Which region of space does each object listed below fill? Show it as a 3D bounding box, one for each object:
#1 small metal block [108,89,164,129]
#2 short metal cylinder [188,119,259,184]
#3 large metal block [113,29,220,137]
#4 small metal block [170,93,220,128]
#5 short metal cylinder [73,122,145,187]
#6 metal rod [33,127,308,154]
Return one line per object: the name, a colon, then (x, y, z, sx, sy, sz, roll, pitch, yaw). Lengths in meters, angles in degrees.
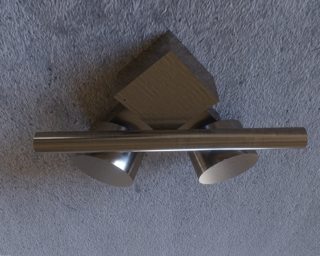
small metal block: (-0.030, -0.014, 0.397, 0.050, 0.025, 0.050, -36, 122, 25)
short metal cylinder: (0.079, 0.032, 0.402, 0.081, 0.050, 0.080, -15, 150, -9)
large metal block: (0.007, -0.047, 0.350, 0.080, 0.050, 0.080, -35, 122, 25)
small metal block: (0.043, -0.012, 0.398, 0.050, 0.025, 0.050, -36, 122, 26)
short metal cylinder: (-0.064, 0.036, 0.403, 0.080, 0.050, 0.080, 15, 149, 10)
metal rod: (0.011, 0.014, 0.353, 0.302, 0.025, 0.025, -1, 130, 0)
